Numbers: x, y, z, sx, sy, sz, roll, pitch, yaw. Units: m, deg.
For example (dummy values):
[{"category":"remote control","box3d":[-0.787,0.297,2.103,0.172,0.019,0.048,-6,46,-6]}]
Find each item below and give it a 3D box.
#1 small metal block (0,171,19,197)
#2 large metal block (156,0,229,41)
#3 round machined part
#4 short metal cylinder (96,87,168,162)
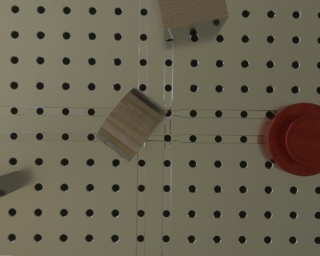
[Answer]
[{"category":"small metal block","box3d":[-0.219,0.075,0.398,0.050,0.050,0.025,-9,90,0]},{"category":"large metal block","box3d":[0.036,-0.167,0.401,0.080,0.050,0.080,-12,90,-1]},{"category":"round machined part","box3d":[0.191,0.015,0.407,0.099,0.042,0.097,0,90,-1]},{"category":"short metal cylinder","box3d":[-0.034,-0.004,0.385,0.050,0.080,0.080,37,90,-1]}]
